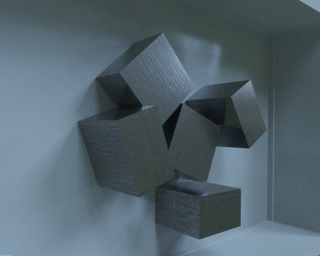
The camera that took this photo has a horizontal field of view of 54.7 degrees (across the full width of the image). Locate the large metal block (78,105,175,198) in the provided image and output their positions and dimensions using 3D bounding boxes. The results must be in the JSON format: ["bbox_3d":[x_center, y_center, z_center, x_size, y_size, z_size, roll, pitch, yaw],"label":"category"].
[{"bbox_3d":[-0.038,0.022,0.339,0.050,0.080,0.080,-24,106,-38],"label":"large metal block"}]

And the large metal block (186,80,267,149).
[{"bbox_3d":[0.097,-0.019,0.452,0.050,0.080,0.080,-38,114,-34],"label":"large metal block"}]

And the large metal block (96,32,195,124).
[{"bbox_3d":[-0.015,-0.055,0.377,0.080,0.050,0.080,-50,120,-29],"label":"large metal block"}]

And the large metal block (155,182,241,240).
[{"bbox_3d":[0.051,0.105,0.415,0.081,0.080,0.050,1,90,-40],"label":"large metal block"}]

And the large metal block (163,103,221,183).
[{"bbox_3d":[0.029,0.021,0.415,0.080,0.050,0.080,28,72,-37],"label":"large metal block"}]
